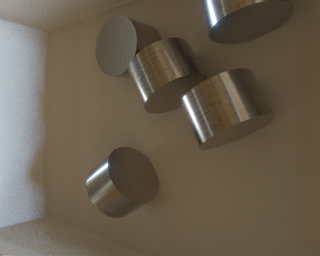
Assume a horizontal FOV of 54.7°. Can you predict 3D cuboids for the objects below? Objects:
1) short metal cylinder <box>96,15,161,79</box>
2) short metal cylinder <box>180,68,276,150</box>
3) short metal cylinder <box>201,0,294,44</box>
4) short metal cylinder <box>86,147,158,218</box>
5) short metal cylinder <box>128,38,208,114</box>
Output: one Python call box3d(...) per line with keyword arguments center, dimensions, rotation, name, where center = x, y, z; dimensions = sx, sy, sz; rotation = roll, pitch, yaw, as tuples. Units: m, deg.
box3d(center=(-0.043, -0.108, 0.426), dimensions=(0.080, 0.050, 0.080), rotation=(0, 90, 40), name="short metal cylinder")
box3d(center=(0.068, -0.017, 0.315), dimensions=(0.080, 0.081, 0.050), rotation=(-34, 69, 35), name="short metal cylinder")
box3d(center=(0.082, -0.124, 0.303), dimensions=(0.080, 0.081, 0.050), rotation=(-19, 78, 38), name="short metal cylinder")
box3d(center=(-0.049, 0.072, 0.412), dimensions=(0.050, 0.081, 0.080), rotation=(-39, 66, 33), name="short metal cylinder")
box3d(center=(0.009, -0.059, 0.363), dimensions=(0.080, 0.081, 0.050), rotation=(-37, 67, 34), name="short metal cylinder")
